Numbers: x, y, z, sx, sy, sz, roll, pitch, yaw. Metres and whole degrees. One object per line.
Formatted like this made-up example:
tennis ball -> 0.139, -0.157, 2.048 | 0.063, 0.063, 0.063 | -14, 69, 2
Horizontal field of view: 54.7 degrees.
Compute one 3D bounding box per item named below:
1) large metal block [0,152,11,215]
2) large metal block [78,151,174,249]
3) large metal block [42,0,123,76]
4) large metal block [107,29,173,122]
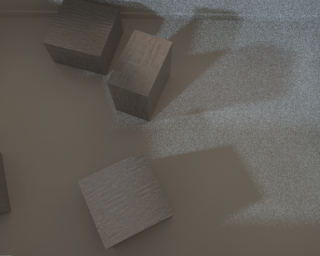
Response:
large metal block -> -0.220, 0.063, 0.355 | 0.050, 0.080, 0.080 | -17, 71, -6
large metal block -> -0.039, 0.085, 0.365 | 0.080, 0.050, 0.080 | -25, 72, -9
large metal block -> -0.106, -0.131, 0.443 | 0.080, 0.050, 0.080 | 15, 71, 5
large metal block -> -0.023, -0.065, 0.404 | 0.050, 0.080, 0.080 | 21, 71, 7
